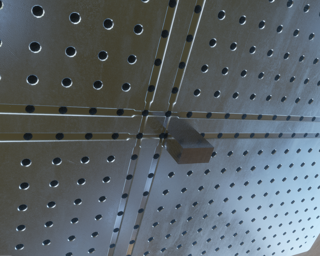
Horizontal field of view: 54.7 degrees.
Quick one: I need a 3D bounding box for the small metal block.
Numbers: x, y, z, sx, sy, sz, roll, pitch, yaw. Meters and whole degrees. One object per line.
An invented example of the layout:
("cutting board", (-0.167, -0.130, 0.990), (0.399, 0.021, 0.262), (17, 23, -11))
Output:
("small metal block", (0.039, 0.025, 0.434), (0.050, 0.050, 0.025), (1, 118, -29))
